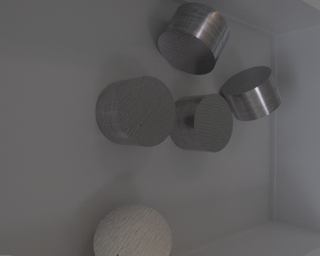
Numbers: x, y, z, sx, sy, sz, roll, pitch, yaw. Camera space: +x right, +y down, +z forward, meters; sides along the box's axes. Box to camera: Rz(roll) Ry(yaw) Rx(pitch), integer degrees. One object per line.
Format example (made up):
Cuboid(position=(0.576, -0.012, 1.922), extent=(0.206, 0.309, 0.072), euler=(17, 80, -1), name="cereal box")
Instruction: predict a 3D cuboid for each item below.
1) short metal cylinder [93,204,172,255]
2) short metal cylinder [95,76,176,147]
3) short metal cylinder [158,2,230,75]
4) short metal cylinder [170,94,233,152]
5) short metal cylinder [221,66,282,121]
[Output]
Cuboid(position=(-0.029, 0.132, 0.337), extent=(0.080, 0.080, 0.050), euler=(-39, 150, -33), name="short metal cylinder")
Cuboid(position=(-0.028, -0.019, 0.367), extent=(0.081, 0.050, 0.080), euler=(0, 90, -40), name="short metal cylinder")
Cuboid(position=(0.044, -0.115, 0.407), extent=(0.080, 0.080, 0.050), euler=(42, 65, -32), name="short metal cylinder")
Cuboid(position=(0.058, -0.007, 0.439), extent=(0.081, 0.050, 0.080), euler=(0, 90, -40), name="short metal cylinder")
Cuboid(position=(0.146, -0.055, 0.492), extent=(0.080, 0.080, 0.050), euler=(-47, 118, -30), name="short metal cylinder")
